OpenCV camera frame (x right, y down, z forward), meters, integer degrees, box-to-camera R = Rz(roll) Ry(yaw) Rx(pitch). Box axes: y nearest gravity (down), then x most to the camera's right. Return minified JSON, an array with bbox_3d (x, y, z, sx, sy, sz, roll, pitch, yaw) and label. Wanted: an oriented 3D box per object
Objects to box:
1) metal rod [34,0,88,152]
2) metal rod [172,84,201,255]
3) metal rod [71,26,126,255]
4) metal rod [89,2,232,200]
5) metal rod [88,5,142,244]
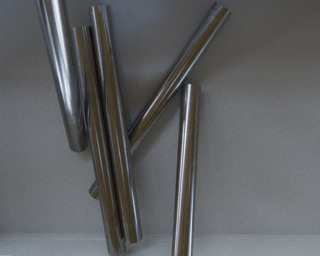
[{"bbox_3d":[-0.097,-0.070,0.305,0.025,0.025,0.298,5,141,-2],"label":"metal rod"},{"bbox_3d":[0.030,0.095,0.377,0.025,0.025,0.298,4,83,-2],"label":"metal rod"},{"bbox_3d":[-0.077,0.026,0.398,0.025,0.025,0.298,-6,102,2],"label":"metal rod"},{"bbox_3d":[-0.009,-0.023,0.402,0.025,0.025,0.299,32,107,-11],"label":"metal rod"},{"bbox_3d":[-0.053,0.005,0.390,0.025,0.025,0.298,-6,102,2],"label":"metal rod"}]
